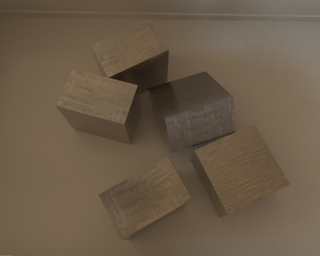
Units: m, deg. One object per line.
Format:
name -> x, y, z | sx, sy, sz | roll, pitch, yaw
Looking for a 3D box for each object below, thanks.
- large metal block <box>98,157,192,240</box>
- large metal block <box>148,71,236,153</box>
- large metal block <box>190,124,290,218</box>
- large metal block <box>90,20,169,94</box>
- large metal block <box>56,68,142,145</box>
large metal block -> -0.015, 0.083, 0.350 | 0.080, 0.080, 0.050 | -28, 73, -10
large metal block -> 0.037, -0.023, 0.385 | 0.081, 0.050, 0.080 | -17, 34, -7
large metal block -> 0.094, 0.053, 0.378 | 0.080, 0.050, 0.080 | -23, 72, -9
large metal block -> -0.037, -0.084, 0.411 | 0.080, 0.080, 0.050 | -27, 73, -10
large metal block -> -0.071, -0.024, 0.388 | 0.080, 0.080, 0.050 | 15, 71, 5
